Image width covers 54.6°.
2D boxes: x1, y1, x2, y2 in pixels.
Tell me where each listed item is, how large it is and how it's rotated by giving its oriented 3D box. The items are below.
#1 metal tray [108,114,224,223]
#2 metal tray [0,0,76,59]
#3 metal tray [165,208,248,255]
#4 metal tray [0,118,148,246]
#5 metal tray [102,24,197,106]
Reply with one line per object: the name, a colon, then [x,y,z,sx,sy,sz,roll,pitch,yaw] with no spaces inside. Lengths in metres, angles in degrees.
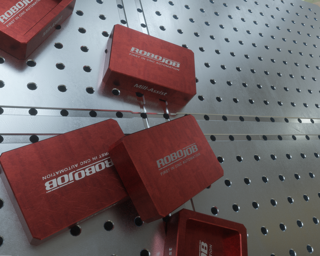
metal tray: [0.013,0.040,0.362,0.131,0.030,0.090,-19,79,-48]
metal tray: [-0.180,-0.158,0.403,0.090,0.030,0.130,31,52,-9]
metal tray: [0.050,0.162,0.332,0.091,0.030,0.130,19,54,-17]
metal tray: [-0.087,0.050,0.328,0.131,0.030,0.090,-21,73,-36]
metal tray: [-0.012,-0.091,0.454,0.131,0.030,0.090,14,56,-20]
